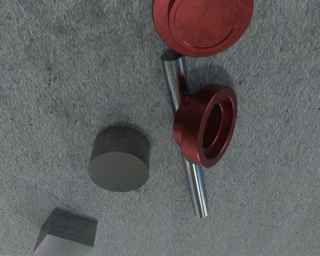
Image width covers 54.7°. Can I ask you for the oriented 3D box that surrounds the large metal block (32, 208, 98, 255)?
[{"bbox_3d":[-0.170,0.198,0.558,0.080,0.050,0.080,26,126,-21],"label":"large metal block"}]

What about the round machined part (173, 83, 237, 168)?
[{"bbox_3d":[0.052,-0.005,0.368,0.042,0.098,0.098,18,139,33],"label":"round machined part"}]

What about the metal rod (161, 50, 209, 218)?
[{"bbox_3d":[0.042,0.032,0.434,0.025,0.025,0.298,-9,130,7],"label":"metal rod"}]

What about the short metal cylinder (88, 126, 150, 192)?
[{"bbox_3d":[-0.054,0.044,0.428,0.081,0.050,0.079,0,130,0],"label":"short metal cylinder"}]

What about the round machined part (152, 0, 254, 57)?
[{"bbox_3d":[0.041,-0.112,0.301,0.099,0.042,0.097,0,130,0],"label":"round machined part"}]
